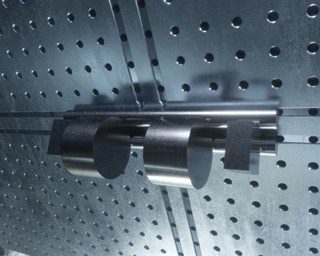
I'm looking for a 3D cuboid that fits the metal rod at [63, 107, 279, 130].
[{"bbox_3d":[-0.005,-0.013,0.406,0.300,0.025,0.025,1,119,27],"label":"metal rod"}]

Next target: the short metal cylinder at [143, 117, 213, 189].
[{"bbox_3d":[0.023,0.027,0.352,0.050,0.080,0.080,1,119,28],"label":"short metal cylinder"}]

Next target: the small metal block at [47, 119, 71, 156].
[{"bbox_3d":[-0.130,0.018,0.446,0.025,0.050,0.050,1,77,28],"label":"small metal block"}]

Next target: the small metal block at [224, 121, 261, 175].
[{"bbox_3d":[0.090,0.022,0.332,0.025,0.050,0.050,1,78,28],"label":"small metal block"}]

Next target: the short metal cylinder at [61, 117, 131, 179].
[{"bbox_3d":[-0.081,0.025,0.406,0.050,0.080,0.080,1,119,28],"label":"short metal cylinder"}]

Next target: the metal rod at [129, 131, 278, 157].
[{"bbox_3d":[0.000,0.018,0.423,0.300,0.025,0.025,1,119,27],"label":"metal rod"}]
